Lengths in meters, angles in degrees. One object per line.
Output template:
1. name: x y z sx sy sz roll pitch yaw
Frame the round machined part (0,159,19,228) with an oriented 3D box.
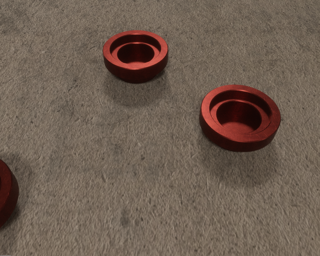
1. round machined part: -0.199 0.078 0.324 0.099 0.042 0.098 0 50 0

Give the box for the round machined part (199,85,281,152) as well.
1. round machined part: 0.100 -0.008 0.400 0.099 0.042 0.098 0 50 0

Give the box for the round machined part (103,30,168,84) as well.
1. round machined part: -0.037 -0.107 0.481 0.099 0.042 0.098 0 50 0
